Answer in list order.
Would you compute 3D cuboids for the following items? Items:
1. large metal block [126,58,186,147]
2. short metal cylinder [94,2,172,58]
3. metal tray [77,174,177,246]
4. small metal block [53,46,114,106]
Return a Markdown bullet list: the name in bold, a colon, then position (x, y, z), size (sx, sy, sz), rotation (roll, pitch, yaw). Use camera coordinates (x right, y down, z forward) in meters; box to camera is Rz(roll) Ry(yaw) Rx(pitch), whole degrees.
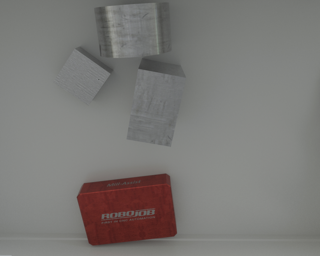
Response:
- **large metal block**: position (-0.005, -0.034, 0.370), size (0.050, 0.080, 0.079), rotation (10, 110, -4)
- **short metal cylinder**: position (-0.029, -0.109, 0.342), size (0.081, 0.080, 0.050), rotation (-4, 110, 1)
- **metal tray**: position (-0.045, 0.120, 0.452), size (0.131, 0.030, 0.089), rotation (-7, 110, 2)
- **small metal block**: position (-0.095, -0.065, 0.386), size (0.050, 0.025, 0.050), rotation (35, 106, -12)
